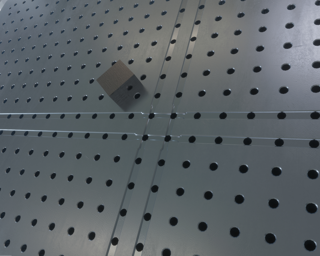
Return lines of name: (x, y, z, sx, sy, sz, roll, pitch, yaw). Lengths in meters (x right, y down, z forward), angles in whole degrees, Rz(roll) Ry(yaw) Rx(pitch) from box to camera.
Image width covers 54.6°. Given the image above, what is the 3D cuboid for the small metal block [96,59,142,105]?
small metal block: (-0.065, -0.073, 0.488, 0.050, 0.025, 0.050, -41, 51, 0)
